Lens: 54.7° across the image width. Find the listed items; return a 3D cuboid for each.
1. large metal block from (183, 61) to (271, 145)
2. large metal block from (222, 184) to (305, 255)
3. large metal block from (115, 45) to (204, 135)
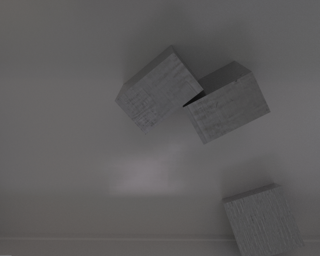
[{"bbox_3d":[0.072,-0.033,0.370,0.080,0.080,0.050,-27,108,9],"label":"large metal block"},{"bbox_3d":[0.139,0.129,0.430,0.080,0.050,0.080,-19,82,6],"label":"large metal block"},{"bbox_3d":[-0.001,-0.048,0.364,0.080,0.080,0.050,-38,106,13],"label":"large metal block"}]
